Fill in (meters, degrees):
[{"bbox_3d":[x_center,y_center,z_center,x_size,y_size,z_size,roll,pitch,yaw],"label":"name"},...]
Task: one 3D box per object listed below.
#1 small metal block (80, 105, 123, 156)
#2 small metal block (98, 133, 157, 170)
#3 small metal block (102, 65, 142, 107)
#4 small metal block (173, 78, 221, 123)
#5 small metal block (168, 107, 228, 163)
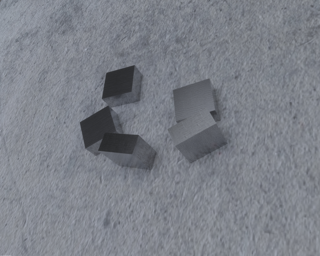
[{"bbox_3d":[-0.083,0.004,0.443,0.050,0.025,0.050,-30,52,9],"label":"small metal block"},{"bbox_3d":[-0.040,0.030,0.389,0.050,0.050,0.025,3,63,29],"label":"small metal block"},{"bbox_3d":[-0.057,-0.063,0.471,0.050,0.025,0.050,-10,57,22],"label":"small metal block"},{"bbox_3d":[0.046,-0.030,0.397,0.050,0.025,0.050,-16,55,19],"label":"small metal block"},{"bbox_3d":[0.044,0.010,0.358,0.050,0.050,0.025,-30,52,9],"label":"small metal block"}]
